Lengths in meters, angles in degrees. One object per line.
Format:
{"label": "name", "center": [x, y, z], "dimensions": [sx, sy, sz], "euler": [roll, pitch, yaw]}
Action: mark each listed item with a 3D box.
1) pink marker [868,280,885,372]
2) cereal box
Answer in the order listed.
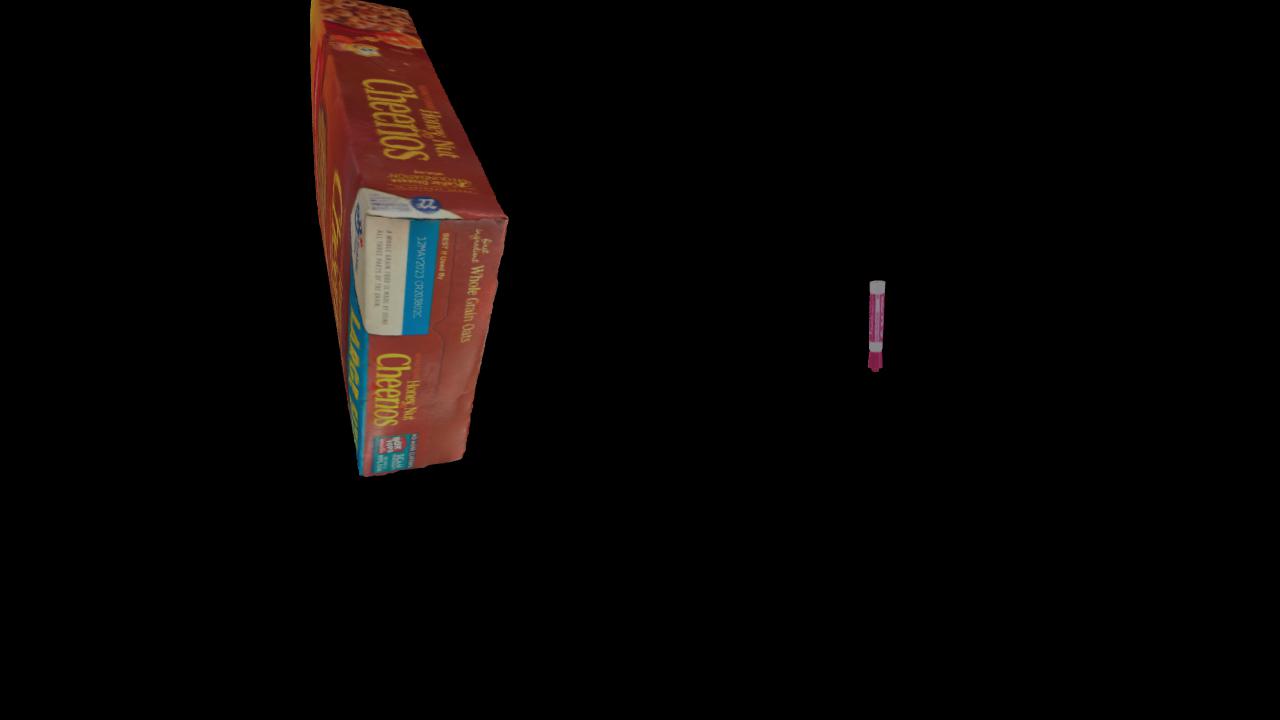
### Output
{"label": "pink marker", "center": [0.310, -0.043, 0.806], "dimensions": [0.020, 0.121, 0.020], "euler": [-4, 15, 1]}
{"label": "cereal box", "center": [-0.183, -0.100, 0.443], "dimensions": [0.081, 0.203, 0.306], "euler": [-4, 47, -29]}
